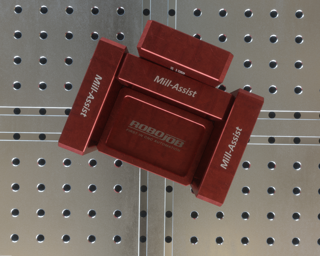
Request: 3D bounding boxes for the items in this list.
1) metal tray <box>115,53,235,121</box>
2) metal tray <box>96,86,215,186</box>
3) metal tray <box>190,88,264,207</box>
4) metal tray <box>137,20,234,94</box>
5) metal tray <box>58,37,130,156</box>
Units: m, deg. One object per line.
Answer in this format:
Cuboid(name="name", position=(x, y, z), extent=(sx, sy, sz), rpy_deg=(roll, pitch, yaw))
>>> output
Cuboid(name="metal tray", position=(0.017, -0.046, 0.381), extent=(0.131, 0.090, 0.030), rpy_deg=(22, 91, -1))
Cuboid(name="metal tray", position=(-0.006, 0.011, 0.410), extent=(0.131, 0.030, 0.090), rpy_deg=(22, 90, -1))
Cuboid(name="metal tray", position=(0.077, 0.021, 0.381), extent=(0.030, 0.090, 0.129), rpy_deg=(22, 90, 0))
Cuboid(name="metal tray", position=(0.025, -0.075, 0.360), extent=(0.090, 0.130, 0.030), rpy_deg=(22, 91, 0))
Cuboid(name="metal tray", position=(-0.074, -0.035, 0.380), extent=(0.030, 0.090, 0.130), rpy_deg=(22, 90, 0))
